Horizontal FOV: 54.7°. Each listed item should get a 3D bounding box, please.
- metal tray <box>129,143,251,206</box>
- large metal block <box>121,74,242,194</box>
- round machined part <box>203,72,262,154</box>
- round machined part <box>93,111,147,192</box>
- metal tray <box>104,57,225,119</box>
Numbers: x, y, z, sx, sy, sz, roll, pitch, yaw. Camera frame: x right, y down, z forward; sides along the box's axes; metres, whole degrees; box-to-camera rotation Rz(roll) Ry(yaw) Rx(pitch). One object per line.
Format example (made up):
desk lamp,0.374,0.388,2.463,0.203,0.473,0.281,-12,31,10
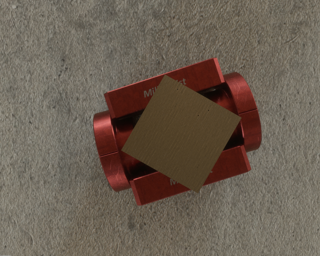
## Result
metal tray,0.033,0.051,0.378,0.131,0.090,0.030,-17,90,-1
large metal block,0.019,0.005,0.306,0.080,0.050,0.080,30,90,-1
round machined part,0.082,-0.015,0.375,0.042,0.098,0.097,-16,90,0
round machined part,-0.044,0.024,0.374,0.042,0.098,0.097,-16,90,0
metal tray,0.005,-0.044,0.380,0.131,0.090,0.030,-18,90,-1
